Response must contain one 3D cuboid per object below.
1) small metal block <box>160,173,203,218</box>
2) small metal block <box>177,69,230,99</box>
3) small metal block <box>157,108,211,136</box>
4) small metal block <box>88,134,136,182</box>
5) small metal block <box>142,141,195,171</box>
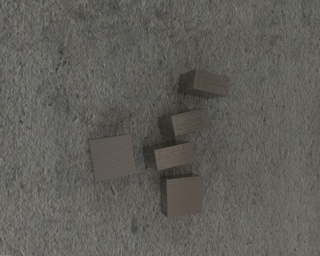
[{"bbox_3d":[0.029,0.090,0.420,0.050,0.025,0.050,-2,91,-20],"label":"small metal block"},{"bbox_3d":[0.058,-0.058,0.417,0.050,0.050,0.025,9,87,-20],"label":"small metal block"},{"bbox_3d":[0.030,-0.008,0.407,0.050,0.050,0.025,-14,95,-20],"label":"small metal block"},{"bbox_3d":[-0.061,0.036,0.387,0.050,0.025,0.050,-9,93,-20],"label":"small metal block"},{"bbox_3d":[0.010,0.034,0.399,0.050,0.050,0.025,-11,94,-20],"label":"small metal block"}]
